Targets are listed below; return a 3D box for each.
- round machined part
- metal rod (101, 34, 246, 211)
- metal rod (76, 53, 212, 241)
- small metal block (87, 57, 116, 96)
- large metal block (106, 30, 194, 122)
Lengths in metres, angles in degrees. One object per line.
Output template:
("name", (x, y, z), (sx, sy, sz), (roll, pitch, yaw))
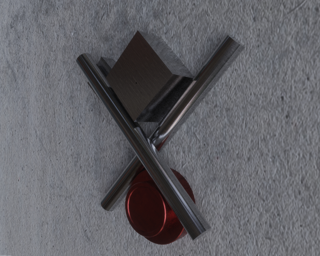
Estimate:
("round machined part", (-0.006, 0.101, 0.398), (0.098, 0.042, 0.097), (0, 90, 39))
("metal rod", (0.002, 0.010, 0.405), (0.025, 0.025, 0.298), (52, 120, 27))
("metal rod", (-0.034, 0.006, 0.399), (0.025, 0.025, 0.300), (-51, 61, 28))
("small metal block", (-0.078, -0.071, 0.470), (0.050, 0.025, 0.050), (50, 119, 28))
("large metal block", (-0.014, -0.064, 0.401), (0.080, 0.050, 0.080), (-49, 61, 28))
